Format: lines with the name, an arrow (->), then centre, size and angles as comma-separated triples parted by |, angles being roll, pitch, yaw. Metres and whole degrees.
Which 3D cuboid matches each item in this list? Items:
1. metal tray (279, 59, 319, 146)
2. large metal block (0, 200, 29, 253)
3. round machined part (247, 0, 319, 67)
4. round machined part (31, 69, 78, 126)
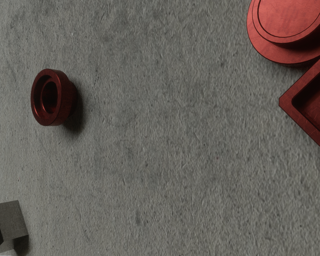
metal tray -> 0.178, -0.036, 0.254 | 0.129, 0.030, 0.090 | -50, 61, 28
large metal block -> -0.331, 0.212, 0.657 | 0.080, 0.050, 0.080 | -43, 65, 31
round machined part -> 0.127, -0.108, 0.289 | 0.098, 0.042, 0.097 | 0, 90, 39
round machined part -> -0.181, -0.052, 0.540 | 0.098, 0.042, 0.097 | 0, 90, 39
